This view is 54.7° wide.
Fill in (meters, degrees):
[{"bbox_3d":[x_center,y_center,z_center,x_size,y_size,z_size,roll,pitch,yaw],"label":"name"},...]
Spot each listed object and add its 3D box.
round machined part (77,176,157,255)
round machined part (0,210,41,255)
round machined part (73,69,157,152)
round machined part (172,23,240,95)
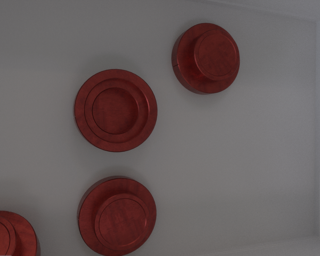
[{"bbox_3d":[-0.050,0.111,0.383,0.099,0.042,0.097,0,90,-20],"label":"round machined part"},{"bbox_3d":[-0.175,0.126,0.308,0.099,0.042,0.098,4,47,-4],"label":"round machined part"},{"bbox_3d":[-0.056,-0.020,0.381,0.099,0.042,0.097,0,90,-20],"label":"round machined part"},{"bbox_3d":[0.069,-0.096,0.427,0.099,0.042,0.097,0,90,-20],"label":"round machined part"}]
